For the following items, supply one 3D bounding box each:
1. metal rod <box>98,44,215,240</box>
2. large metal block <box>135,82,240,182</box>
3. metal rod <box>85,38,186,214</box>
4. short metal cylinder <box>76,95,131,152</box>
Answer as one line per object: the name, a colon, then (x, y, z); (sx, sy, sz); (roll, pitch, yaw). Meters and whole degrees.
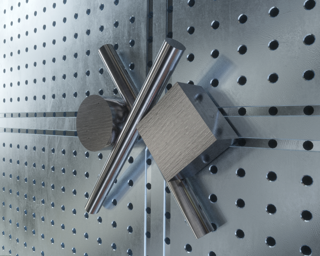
metal rod: (-0.015, 0.003, 0.416); (0.025, 0.025, 0.299); (-43, 64, 31)
large metal block: (0.029, 0.005, 0.363); (0.080, 0.050, 0.080); (-46, 63, 30)
metal rod: (-0.046, 0.018, 0.415); (0.025, 0.025, 0.298); (50, 128, 28)
short metal cylinder: (-0.077, -0.007, 0.452); (0.080, 0.050, 0.079); (0, 90, 40)
